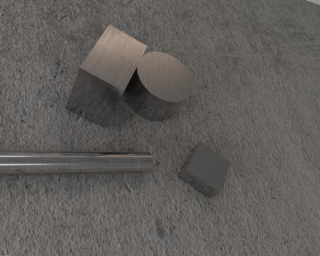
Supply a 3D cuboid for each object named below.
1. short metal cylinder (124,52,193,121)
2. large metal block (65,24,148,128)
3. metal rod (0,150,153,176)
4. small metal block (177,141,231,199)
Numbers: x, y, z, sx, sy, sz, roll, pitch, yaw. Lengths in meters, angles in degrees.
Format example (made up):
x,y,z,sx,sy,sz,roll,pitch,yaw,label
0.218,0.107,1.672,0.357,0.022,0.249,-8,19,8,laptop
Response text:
x,y,z,sx,sy,sz,roll,pitch,yaw,label
-0.002,-0.056,0.420,0.081,0.050,0.080,14,56,-21,short metal cylinder
-0.064,-0.060,0.371,0.050,0.080,0.080,28,52,-10,large metal block
-0.149,0.034,0.302,0.302,0.025,0.025,3,61,-27,metal rod
0.058,0.054,0.402,0.050,0.025,0.050,36,51,-4,small metal block
